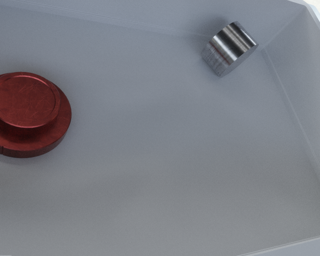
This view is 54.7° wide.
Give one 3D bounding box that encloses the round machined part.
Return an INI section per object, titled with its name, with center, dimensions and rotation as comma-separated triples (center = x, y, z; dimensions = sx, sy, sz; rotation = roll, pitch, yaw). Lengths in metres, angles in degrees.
[round machined part]
center = -0.144, -0.021, 0.330
dimensions = 0.099, 0.042, 0.098
rotation = 14, 56, -21

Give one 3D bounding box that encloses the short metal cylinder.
[short metal cylinder]
center = 0.115, -0.129, 0.513
dimensions = 0.081, 0.080, 0.050
rotation = -33, 81, -38
